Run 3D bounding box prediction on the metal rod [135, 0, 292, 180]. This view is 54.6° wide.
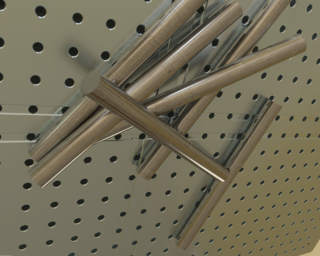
[{"bbox_3d":[0.066,-0.052,0.414,0.025,0.025,0.299,31,101,-38],"label":"metal rod"}]

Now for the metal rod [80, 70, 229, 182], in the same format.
[{"bbox_3d":[0.019,0.017,0.392,0.025,0.025,0.301,-48,138,6],"label":"metal rod"}]

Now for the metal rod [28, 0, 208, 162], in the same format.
[{"bbox_3d":[-0.034,-0.073,0.346,0.300,0.025,0.025,-45,129,3],"label":"metal rod"}]

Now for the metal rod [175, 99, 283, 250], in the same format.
[{"bbox_3d":[0.109,0.086,0.522,0.025,0.025,0.299,18,109,-35],"label":"metal rod"}]

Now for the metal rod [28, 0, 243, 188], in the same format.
[{"bbox_3d":[-0.022,-0.044,0.352,0.301,0.025,0.025,-42,130,-7],"label":"metal rod"}]

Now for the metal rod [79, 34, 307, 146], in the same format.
[{"bbox_3d":[0.040,-0.046,0.380,0.301,0.025,0.025,-24,128,-5],"label":"metal rod"}]
